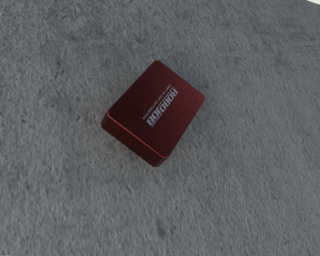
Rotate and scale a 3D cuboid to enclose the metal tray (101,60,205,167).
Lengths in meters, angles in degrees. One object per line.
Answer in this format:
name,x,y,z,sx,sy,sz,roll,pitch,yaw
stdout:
metal tray,-0.004,-0.024,0.412,0.090,0.030,0.130,38,51,-3
